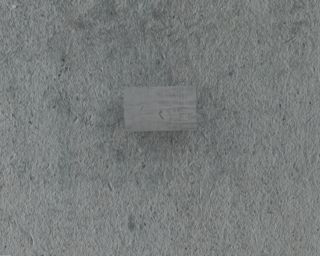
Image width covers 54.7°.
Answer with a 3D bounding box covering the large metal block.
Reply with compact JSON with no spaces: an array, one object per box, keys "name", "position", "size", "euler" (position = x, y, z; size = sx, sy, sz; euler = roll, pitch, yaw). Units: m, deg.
[{"name":"large metal block","position":[0.000,-0.022,0.384],"size":[0.081,0.080,0.050],"euler":[-1,90,-1]}]
